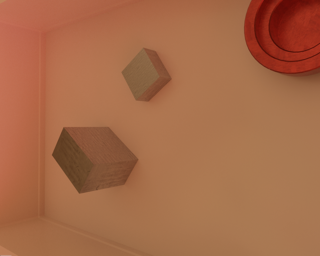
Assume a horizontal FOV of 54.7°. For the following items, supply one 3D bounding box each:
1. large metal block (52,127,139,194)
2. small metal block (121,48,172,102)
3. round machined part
[{"bbox_3d":[-0.093,0.042,0.445,0.080,0.081,0.050,43,116,31],"label":"large metal block"},{"bbox_3d":[-0.019,-0.071,0.421,0.050,0.025,0.050,-41,65,32],"label":"small metal block"},{"bbox_3d":[0.133,-0.096,0.286,0.098,0.042,0.097,0,90,39],"label":"round machined part"}]
